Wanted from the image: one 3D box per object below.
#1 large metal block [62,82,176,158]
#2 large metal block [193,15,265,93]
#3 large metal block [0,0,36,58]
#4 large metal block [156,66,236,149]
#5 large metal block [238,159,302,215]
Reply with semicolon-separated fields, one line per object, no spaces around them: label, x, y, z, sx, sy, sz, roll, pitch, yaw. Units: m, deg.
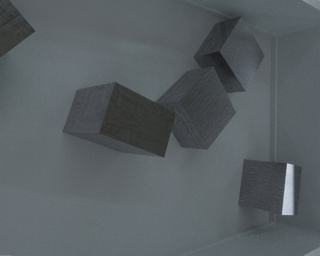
large metal block;-0.044;-0.006;0.334;0.080;0.080;0.050;24;75;-38
large metal block;0.109;-0.111;0.481;0.080;0.050;0.080;47;62;-30
large metal block;-0.157;-0.065;0.239;0.080;0.080;0.050;-52;121;-27
large metal block;0.051;-0.028;0.433;0.080;0.050;0.080;-47;118;-30
large metal block;0.187;0.099;0.527;0.050;0.080;0.080;15;81;-39
